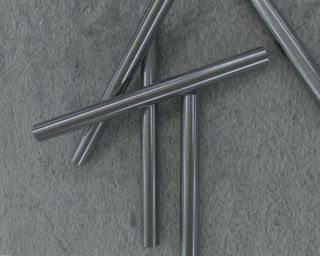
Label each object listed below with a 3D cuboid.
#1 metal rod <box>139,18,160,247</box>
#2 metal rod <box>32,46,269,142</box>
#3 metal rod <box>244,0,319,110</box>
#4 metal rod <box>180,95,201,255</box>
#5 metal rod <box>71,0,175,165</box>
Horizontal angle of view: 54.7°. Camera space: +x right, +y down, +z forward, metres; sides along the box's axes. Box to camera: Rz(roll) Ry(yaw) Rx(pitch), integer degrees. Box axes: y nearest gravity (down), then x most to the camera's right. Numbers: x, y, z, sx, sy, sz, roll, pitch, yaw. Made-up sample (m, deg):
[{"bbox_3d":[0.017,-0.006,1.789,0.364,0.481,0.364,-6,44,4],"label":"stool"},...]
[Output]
[{"bbox_3d":[-0.014,0.005,0.412,0.025,0.025,0.298,-1,90,19],"label":"metal rod"},{"bbox_3d":[-0.018,-0.039,0.386,0.301,0.025,0.025,-18,84,8],"label":"metal rod"},{"bbox_3d":[0.134,-0.121,0.361,0.025,0.025,0.299,-33,80,17],"label":"metal rod"},{"bbox_3d":[0.038,0.108,0.394,0.025,0.025,0.298,0,90,19],"label":"metal rod"},{"bbox_3d":[-0.044,-0.074,0.401,0.025,0.025,0.298,37,110,16],"label":"metal rod"}]
